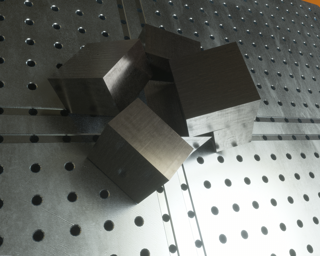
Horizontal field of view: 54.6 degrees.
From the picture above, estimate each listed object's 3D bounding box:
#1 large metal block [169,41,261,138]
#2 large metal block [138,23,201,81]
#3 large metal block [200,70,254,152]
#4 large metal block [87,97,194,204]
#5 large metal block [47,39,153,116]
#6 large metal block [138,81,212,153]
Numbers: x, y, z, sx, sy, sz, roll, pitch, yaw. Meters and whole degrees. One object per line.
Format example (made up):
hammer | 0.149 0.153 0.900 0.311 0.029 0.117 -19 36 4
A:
large metal block | 0.061 -0.044 0.362 0.080 0.050 0.080 -15 64 2
large metal block | 0.002 -0.085 0.426 0.081 0.080 0.050 12 57 -21
large metal block | 0.088 -0.023 0.423 0.050 0.080 0.080 -17 65 6
large metal block | -0.024 0.027 0.341 0.080 0.080 0.050 43 50 1
large metal block | -0.067 -0.060 0.365 0.080 0.080 0.050 -58 140 -39
large metal block | 0.011 -0.013 0.405 0.081 0.050 0.080 1 61 -28
